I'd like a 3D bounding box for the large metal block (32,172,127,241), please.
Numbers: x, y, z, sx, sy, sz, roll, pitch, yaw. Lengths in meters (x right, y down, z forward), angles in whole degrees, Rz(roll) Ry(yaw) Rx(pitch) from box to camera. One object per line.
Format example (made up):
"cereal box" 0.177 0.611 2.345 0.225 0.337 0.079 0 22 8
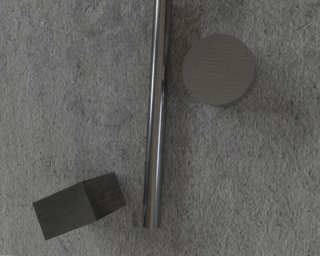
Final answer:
"large metal block" -0.105 0.102 0.417 0.080 0.080 0.050 -25 82 18

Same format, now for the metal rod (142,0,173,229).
"metal rod" -0.004 -0.019 0.410 0.025 0.025 0.298 4 91 20

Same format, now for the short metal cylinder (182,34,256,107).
"short metal cylinder" 0.072 -0.066 0.370 0.080 0.050 0.080 0 90 20
